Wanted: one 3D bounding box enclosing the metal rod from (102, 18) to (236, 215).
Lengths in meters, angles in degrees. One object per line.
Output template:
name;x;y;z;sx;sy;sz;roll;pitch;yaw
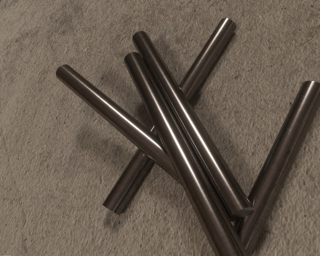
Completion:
metal rod;0.019;-0.025;0.407;0.025;0.025;0.300;23;73;36

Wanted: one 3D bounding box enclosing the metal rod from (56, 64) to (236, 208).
metal rod;-0.033;0.003;0.379;0.300;0.025;0.025;38;83;26

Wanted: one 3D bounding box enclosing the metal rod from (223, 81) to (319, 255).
metal rod;0.095;0.080;0.304;0.025;0.025;0.300;20;72;35

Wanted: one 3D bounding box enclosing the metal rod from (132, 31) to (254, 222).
metal rod;0.022;-0.028;0.374;0.025;0.025;0.300;-32;52;7

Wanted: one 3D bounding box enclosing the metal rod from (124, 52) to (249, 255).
metal rod;0.014;0.012;0.340;0.025;0.025;0.300;-32;52;7
